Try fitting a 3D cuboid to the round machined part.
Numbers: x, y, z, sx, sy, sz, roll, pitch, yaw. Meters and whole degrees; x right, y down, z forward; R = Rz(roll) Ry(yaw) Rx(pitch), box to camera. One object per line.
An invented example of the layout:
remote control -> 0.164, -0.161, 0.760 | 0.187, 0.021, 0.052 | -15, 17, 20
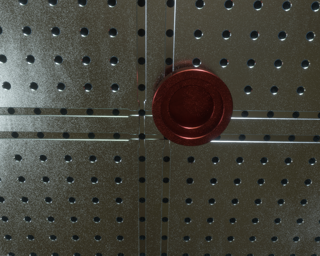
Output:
round machined part -> 0.039, -0.030, 0.394 | 0.099, 0.042, 0.097 | 0, 110, -1
